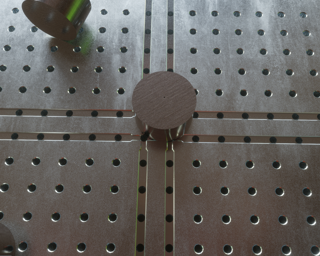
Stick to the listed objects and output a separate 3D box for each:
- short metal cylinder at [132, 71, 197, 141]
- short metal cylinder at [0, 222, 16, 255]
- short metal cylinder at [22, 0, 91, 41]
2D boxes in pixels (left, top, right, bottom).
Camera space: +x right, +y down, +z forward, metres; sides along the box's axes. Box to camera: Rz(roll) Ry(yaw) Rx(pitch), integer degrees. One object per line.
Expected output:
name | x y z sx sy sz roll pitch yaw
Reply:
short metal cylinder | 0.005 -0.028 0.408 0.081 0.050 0.080 0 70 0
short metal cylinder | -0.213 0.142 0.345 0.081 0.050 0.080 0 70 0
short metal cylinder | -0.147 -0.172 0.444 0.080 0.080 0.050 19 71 7
